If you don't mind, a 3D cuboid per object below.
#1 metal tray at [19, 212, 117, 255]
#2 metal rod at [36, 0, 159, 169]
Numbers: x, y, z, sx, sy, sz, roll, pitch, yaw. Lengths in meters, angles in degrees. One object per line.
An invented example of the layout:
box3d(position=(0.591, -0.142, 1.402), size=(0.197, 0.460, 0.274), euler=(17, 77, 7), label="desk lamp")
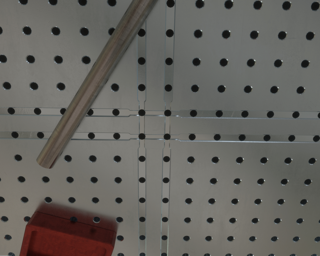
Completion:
box3d(position=(-0.143, 0.189, 0.478), size=(0.131, 0.030, 0.089), euler=(17, 109, -7), label="metal tray")
box3d(position=(-0.074, -0.068, 0.387), size=(0.025, 0.025, 0.299), euler=(33, 107, -12), label="metal rod")
